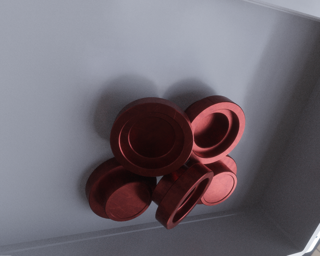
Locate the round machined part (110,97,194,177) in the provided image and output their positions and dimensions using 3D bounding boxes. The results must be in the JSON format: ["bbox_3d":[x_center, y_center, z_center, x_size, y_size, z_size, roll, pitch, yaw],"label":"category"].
[{"bbox_3d":[-0.009,0.008,0.382,0.099,0.042,0.097,0,114,-1],"label":"round machined part"}]

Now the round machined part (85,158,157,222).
[{"bbox_3d":[-0.049,0.089,0.426,0.099,0.042,0.097,-14,124,-21],"label":"round machined part"}]

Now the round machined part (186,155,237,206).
[{"bbox_3d":[0.083,0.085,0.495,0.099,0.042,0.097,-14,124,-21],"label":"round machined part"}]

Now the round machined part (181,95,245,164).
[{"bbox_3d":[0.066,-0.001,0.433,0.099,0.042,0.097,-14,124,-21],"label":"round machined part"}]

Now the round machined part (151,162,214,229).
[{"bbox_3d":[0.026,0.086,0.424,0.098,0.042,0.098,-41,154,-25],"label":"round machined part"}]
